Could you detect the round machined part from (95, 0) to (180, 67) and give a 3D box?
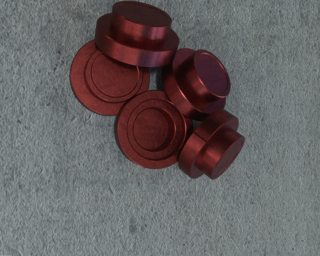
[{"bbox_3d":[-0.024,-0.115,0.362,0.099,0.098,0.042,1,132,-20],"label":"round machined part"}]

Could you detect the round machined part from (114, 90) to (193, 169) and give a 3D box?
[{"bbox_3d":[-0.010,0.002,0.398,0.099,0.042,0.097,0,90,-21],"label":"round machined part"}]

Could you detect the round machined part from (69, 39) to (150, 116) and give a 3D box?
[{"bbox_3d":[-0.059,-0.064,0.381,0.099,0.042,0.097,0,90,-21],"label":"round machined part"}]

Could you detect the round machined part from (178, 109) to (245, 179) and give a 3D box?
[{"bbox_3d":[0.072,0.028,0.400,0.042,0.098,0.098,38,74,26],"label":"round machined part"}]

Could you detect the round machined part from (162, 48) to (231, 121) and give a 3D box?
[{"bbox_3d":[0.053,-0.061,0.399,0.099,0.042,0.098,21,55,-33],"label":"round machined part"}]
